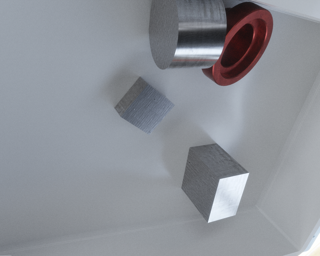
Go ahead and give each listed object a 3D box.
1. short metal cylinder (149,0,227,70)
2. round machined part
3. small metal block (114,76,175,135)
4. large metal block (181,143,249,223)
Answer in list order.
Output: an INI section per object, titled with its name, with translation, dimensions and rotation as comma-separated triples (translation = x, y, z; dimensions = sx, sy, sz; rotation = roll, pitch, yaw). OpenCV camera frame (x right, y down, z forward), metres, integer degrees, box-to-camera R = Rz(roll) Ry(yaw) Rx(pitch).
[short metal cylinder]
translation = 0.026, -0.102, 0.323
dimensions = 0.050, 0.080, 0.079
rotation = -6, 121, -21
[round machined part]
translation = 0.085, -0.103, 0.370
dimensions = 0.099, 0.042, 0.097
rotation = -31, 146, -23
[small metal block]
translation = -0.019, -0.027, 0.383
dimensions = 0.050, 0.025, 0.050
rotation = -50, 129, 7
[large metal block]
translation = 0.079, 0.080, 0.469
dimensions = 0.050, 0.080, 0.079
rotation = -7, 122, -26
